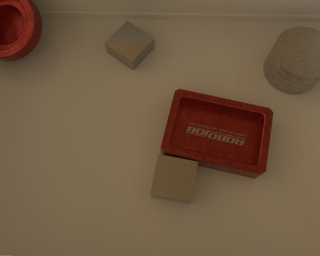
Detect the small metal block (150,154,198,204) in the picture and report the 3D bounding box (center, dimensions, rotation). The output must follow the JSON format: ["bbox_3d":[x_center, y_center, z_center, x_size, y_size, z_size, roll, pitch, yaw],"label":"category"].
[{"bbox_3d":[0.018,0.064,0.386,0.050,0.025,0.050,10,70,3],"label":"small metal block"}]

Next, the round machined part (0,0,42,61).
[{"bbox_3d":[-0.213,-0.143,0.439,0.099,0.042,0.097,0,90,8],"label":"round machined part"}]

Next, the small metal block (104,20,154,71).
[{"bbox_3d":[-0.044,-0.121,0.453,0.050,0.025,0.050,36,74,12],"label":"small metal block"}]

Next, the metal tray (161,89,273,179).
[{"bbox_3d":[0.074,0.007,0.405,0.131,0.030,0.090,13,70,4],"label":"metal tray"}]

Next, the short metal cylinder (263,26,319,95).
[{"bbox_3d":[0.193,-0.093,0.433,0.081,0.050,0.080,0,70,0],"label":"short metal cylinder"}]
